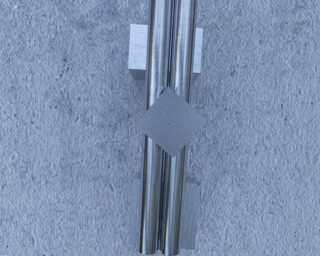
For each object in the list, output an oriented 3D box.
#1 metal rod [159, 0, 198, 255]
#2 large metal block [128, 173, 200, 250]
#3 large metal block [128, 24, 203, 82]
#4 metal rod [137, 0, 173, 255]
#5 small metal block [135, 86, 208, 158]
[{"bbox_3d":[0.020,-0.007,0.338,0.025,0.025,0.298,3,97,0],"label":"metal rod"},{"bbox_3d":[0.005,0.104,0.398,0.080,0.050,0.080,5,90,0],"label":"large metal block"},{"bbox_3d":[0.006,-0.089,0.384,0.080,0.080,0.050,3,90,0],"label":"large metal block"},{"bbox_3d":[-0.006,-0.008,0.338,0.025,0.025,0.298,3,97,0],"label":"metal rod"},{"bbox_3d":[0.011,-0.007,0.314,0.050,0.025,0.050,41,95,-6],"label":"small metal block"}]
